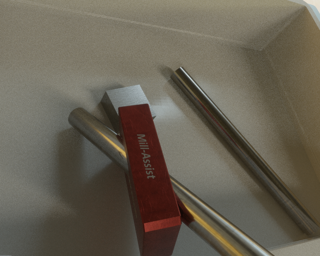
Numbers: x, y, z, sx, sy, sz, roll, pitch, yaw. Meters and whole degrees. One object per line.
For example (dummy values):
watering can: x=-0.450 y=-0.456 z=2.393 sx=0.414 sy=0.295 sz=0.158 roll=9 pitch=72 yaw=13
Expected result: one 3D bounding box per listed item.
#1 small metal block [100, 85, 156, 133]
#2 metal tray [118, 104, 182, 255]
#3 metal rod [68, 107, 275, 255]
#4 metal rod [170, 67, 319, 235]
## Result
small metal block: x=-0.041 y=-0.025 z=0.400 sx=0.050 sy=0.025 sz=0.050 roll=-17 pitch=71 yaw=-35
metal tray: x=-0.015 y=0.051 z=0.305 sx=0.030 sy=0.089 sz=0.130 roll=-8 pitch=53 yaw=-11
metal rod: x=0.005 y=0.055 z=0.279 sx=0.025 sy=0.025 sz=0.300 roll=-24 pitch=44 yaw=-37
metal rod: x=0.121 y=0.029 z=0.455 sx=0.025 sy=0.025 sz=0.300 roll=-35 pitch=81 yaw=-38
